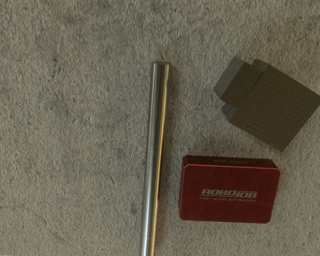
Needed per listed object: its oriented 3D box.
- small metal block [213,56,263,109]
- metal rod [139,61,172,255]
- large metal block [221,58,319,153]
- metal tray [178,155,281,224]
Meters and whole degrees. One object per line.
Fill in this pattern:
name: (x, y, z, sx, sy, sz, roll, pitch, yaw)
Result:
small metal block: (0.093, -0.057, 0.377, 0.025, 0.050, 0.050, 28, 108, -10)
metal rod: (-0.009, 0.059, 0.431, 0.025, 0.025, 0.298, 4, 110, -2)
large metal block: (0.137, -0.029, 0.388, 0.080, 0.050, 0.080, 28, 107, -11)
metal tray: (0.095, 0.088, 0.441, 0.131, 0.030, 0.089, 3, 110, -2)
